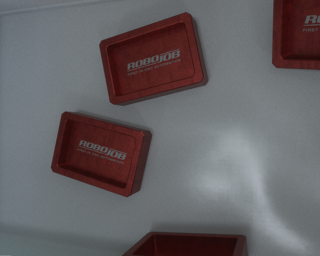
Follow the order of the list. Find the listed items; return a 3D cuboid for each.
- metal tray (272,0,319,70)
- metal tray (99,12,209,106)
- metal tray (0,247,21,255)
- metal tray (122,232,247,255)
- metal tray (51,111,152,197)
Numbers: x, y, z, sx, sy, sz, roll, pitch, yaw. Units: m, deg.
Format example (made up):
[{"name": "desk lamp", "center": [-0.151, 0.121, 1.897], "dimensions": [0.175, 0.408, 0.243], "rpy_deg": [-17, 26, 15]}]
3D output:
[{"name": "metal tray", "center": [0.180, -0.103, 0.303], "dimensions": [0.130, 0.030, 0.089], "rpy_deg": [13, 118, 42]}, {"name": "metal tray", "center": [-0.010, -0.087, 0.410], "dimensions": [0.130, 0.030, 0.089], "rpy_deg": [-12, 86, 19]}, {"name": "metal tray", "center": [-0.258, 0.260, 0.466], "dimensions": [0.030, 0.090, 0.129], "rpy_deg": [4, 92, 20]}, {"name": "metal tray", "center": [0.032, 0.153, 0.363], "dimensions": [0.130, 0.090, 0.030], "rpy_deg": [-5, 89, 19]}, {"name": "metal tray", "center": [-0.084, 0.034, 0.436], "dimensions": [0.130, 0.030, 0.089], "rpy_deg": [14, 95, 19]}]
